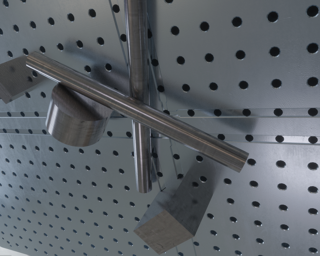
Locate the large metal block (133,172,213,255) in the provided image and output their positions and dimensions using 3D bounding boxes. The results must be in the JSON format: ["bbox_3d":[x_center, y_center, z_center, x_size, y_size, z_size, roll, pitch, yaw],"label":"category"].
[{"bbox_3d":[0.019,0.121,0.440,0.050,0.080,0.080,44,129,-2],"label":"large metal block"}]

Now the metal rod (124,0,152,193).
[{"bbox_3d":[-0.026,-0.034,0.403,0.025,0.025,0.298,13,124,21],"label":"metal rod"}]

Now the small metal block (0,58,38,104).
[{"bbox_3d":[-0.226,-0.072,0.470,0.025,0.050,0.050,-30,102,38],"label":"small metal block"}]

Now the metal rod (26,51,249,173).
[{"bbox_3d":[-0.037,-0.025,0.380,0.301,0.025,0.025,26,128,12],"label":"metal rod"}]

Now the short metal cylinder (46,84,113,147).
[{"bbox_3d":[-0.109,-0.021,0.420,0.080,0.080,0.050,34,129,6],"label":"short metal cylinder"}]
